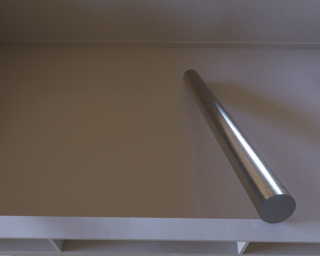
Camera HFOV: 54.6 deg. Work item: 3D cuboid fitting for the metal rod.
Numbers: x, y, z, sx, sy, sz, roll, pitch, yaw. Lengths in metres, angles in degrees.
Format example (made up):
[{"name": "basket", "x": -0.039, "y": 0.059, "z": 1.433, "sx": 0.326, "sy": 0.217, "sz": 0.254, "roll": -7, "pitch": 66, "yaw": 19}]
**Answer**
[{"name": "metal rod", "x": 0.063, "y": -0.012, "z": 0.339, "sx": 0.025, "sy": 0.025, "sz": 0.300, "roll": -5, "pitch": 26, "yaw": -4}]
